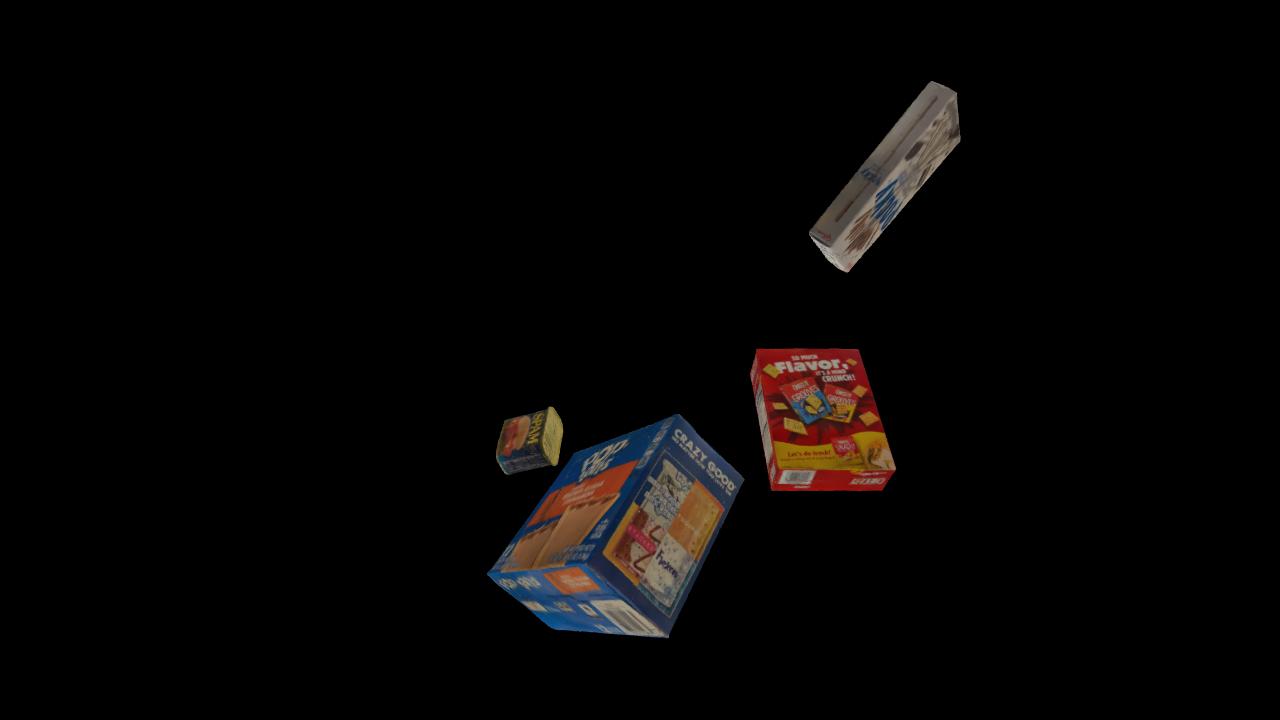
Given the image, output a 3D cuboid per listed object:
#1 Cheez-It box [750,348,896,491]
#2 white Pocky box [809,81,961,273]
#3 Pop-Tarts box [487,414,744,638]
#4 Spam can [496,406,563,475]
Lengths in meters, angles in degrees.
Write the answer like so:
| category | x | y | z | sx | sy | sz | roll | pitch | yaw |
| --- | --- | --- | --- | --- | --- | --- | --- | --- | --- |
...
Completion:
| category | x | y | z | sx | sy | sz | roll | pitch | yaw |
| --- | --- | --- | --- | --- | --- | --- | --- | --- | --- |
| Cheez-It box | 0.262 | 0.083 | 0.917 | 0.166 | 0.223 | 0.071 | 0 | -40 | -2 |
| white Pocky box | 0.215 | -0.154 | 0.539 | 0.028 | 0.154 | 0.084 | 44 | 13 | 27 |
| Pop-Tarts box | -0.023 | 0.136 | 0.498 | 0.167 | 0.083 | 0.141 | -27 | 21 | 50 |
| Spam can | -0.177 | 0.131 | 0.993 | 0.085 | 0.058 | 0.101 | -15 | 35 | 13 |
